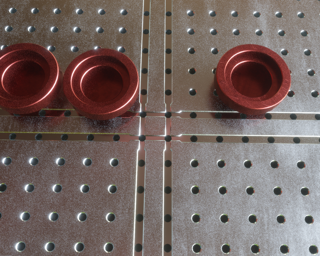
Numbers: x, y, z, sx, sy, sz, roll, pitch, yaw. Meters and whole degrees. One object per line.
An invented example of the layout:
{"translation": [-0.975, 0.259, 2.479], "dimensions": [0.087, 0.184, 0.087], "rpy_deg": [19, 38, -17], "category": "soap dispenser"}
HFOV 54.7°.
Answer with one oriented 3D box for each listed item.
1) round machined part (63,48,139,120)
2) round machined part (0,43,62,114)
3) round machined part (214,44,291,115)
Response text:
{"translation": [-0.077, -0.056, 0.422], "dimensions": [0.099, 0.042, 0.098], "rpy_deg": [0, 70, -1], "category": "round machined part"}
{"translation": [-0.183, -0.064, 0.424], "dimensions": [0.099, 0.042, 0.098], "rpy_deg": [0, 70, -1], "category": "round machined part"}
{"translation": [0.124, -0.063, 0.427], "dimensions": [0.099, 0.042, 0.098], "rpy_deg": [0, 70, -1], "category": "round machined part"}
